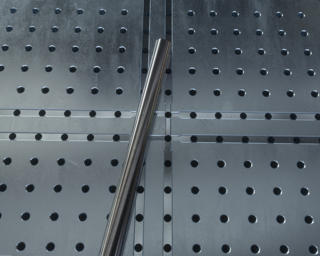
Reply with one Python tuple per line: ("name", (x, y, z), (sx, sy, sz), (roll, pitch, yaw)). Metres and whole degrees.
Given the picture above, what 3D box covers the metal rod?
("metal rod", (-0.027, 0.013, 0.406), (0.025, 0.025, 0.299), (12, 70, 4))
